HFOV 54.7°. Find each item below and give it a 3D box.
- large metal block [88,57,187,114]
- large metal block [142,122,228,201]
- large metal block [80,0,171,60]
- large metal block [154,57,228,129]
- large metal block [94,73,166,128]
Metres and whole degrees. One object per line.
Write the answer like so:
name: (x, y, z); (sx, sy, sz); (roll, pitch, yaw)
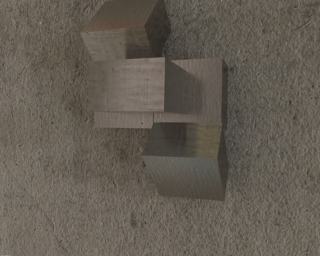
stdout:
large metal block: (-0.020, -0.041, 0.334); (0.080, 0.080, 0.050); (1, 91, 19)
large metal block: (0.034, 0.039, 0.362); (0.080, 0.080, 0.050); (1, 47, 19)
large metal block: (-0.039, -0.121, 0.387); (0.080, 0.050, 0.080); (1, 46, 20)
large metal block: (0.039, -0.039, 0.381); (0.080, 0.050, 0.079); (1, 90, 19)
large metal block: (-0.037, -0.040, 0.407); (0.080, 0.050, 0.079); (1, 90, 19)
